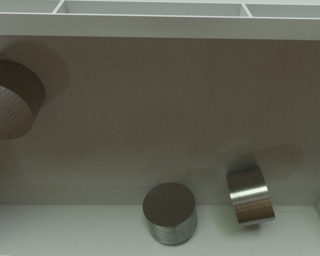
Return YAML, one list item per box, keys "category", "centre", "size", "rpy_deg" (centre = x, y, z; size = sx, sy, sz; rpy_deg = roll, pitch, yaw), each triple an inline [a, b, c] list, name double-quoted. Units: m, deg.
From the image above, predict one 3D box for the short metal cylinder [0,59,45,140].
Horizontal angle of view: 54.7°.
- category: "short metal cylinder"
  centre: [-0.183, -0.032, 0.362]
  size: [0.081, 0.050, 0.079]
  rpy_deg: [0, 130, 0]

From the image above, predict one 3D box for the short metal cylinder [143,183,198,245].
- category: "short metal cylinder"
  centre: [0.017, 0.133, 0.487]
  size: [0.080, 0.080, 0.050]
  rpy_deg: [-7, 130, 5]

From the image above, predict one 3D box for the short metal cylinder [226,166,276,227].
- category: "short metal cylinder"
  centre: [0.134, 0.102, 0.462]
  size: [0.050, 0.080, 0.080]
  rpy_deg: [-16, 129, 13]

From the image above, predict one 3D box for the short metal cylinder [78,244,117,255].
- category: "short metal cylinder"
  centre: [-0.131, 0.280, 0.632]
  size: [0.081, 0.050, 0.079]
  rpy_deg: [0, 130, 0]
